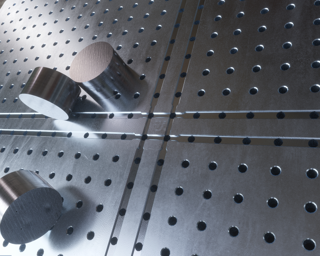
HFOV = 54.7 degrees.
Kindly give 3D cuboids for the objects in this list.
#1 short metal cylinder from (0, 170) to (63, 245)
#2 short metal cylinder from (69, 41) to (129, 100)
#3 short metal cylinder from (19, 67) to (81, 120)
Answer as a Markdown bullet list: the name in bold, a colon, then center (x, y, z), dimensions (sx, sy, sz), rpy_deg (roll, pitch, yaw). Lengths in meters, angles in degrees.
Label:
- **short metal cylinder**: center (-0.177, 0.102, 0.403), dimensions (0.050, 0.080, 0.080), rpy_deg (26, 76, 37)
- **short metal cylinder**: center (-0.097, -0.092, 0.499), dimensions (0.080, 0.050, 0.080), rpy_deg (-13, 56, 21)
- **short metal cylinder**: center (-0.175, -0.054, 0.498), dimensions (0.080, 0.080, 0.050), rpy_deg (6, 65, 31)
